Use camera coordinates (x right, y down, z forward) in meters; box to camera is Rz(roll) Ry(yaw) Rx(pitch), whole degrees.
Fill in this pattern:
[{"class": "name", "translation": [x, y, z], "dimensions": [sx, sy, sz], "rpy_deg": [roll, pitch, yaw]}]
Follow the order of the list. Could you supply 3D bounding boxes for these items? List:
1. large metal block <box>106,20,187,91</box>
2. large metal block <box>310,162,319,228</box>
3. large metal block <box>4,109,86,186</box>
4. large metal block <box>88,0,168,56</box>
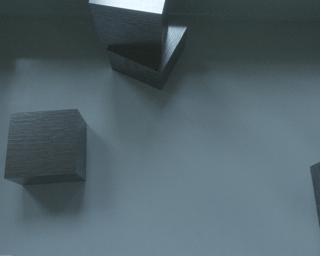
[{"class": "large metal block", "translation": [-0.017, -0.112, 0.437], "dimensions": [0.080, 0.050, 0.080], "rpy_deg": [25, 72, 8]}, {"class": "large metal block", "translation": [0.236, 0.080, 0.369], "dimensions": [0.080, 0.050, 0.080], "rpy_deg": [1, 70, 0]}, {"class": "large metal block", "translation": [-0.138, 0.025, 0.386], "dimensions": [0.081, 0.050, 0.080], "rpy_deg": [-4, 70, -2]}, {"class": "large metal block", "translation": [-0.033, -0.138, 0.377], "dimensions": [0.080, 0.080, 0.050], "rpy_deg": [10, 71, 3]}]
